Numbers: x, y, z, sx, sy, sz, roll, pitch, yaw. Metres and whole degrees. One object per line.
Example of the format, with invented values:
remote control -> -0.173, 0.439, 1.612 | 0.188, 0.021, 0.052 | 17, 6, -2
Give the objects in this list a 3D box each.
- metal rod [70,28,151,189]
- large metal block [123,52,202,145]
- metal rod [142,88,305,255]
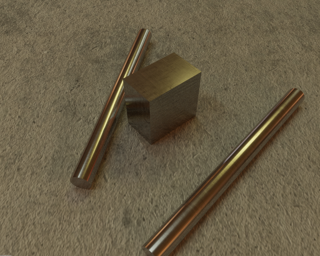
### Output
metal rod -> -0.058, -0.050, 0.444 | 0.025, 0.025, 0.300 | 9, 51, 8
large metal block -> 0.003, -0.038, 0.399 | 0.080, 0.080, 0.050 | -33, 57, -24
metal rod -> 0.093, 0.039, 0.371 | 0.025, 0.025, 0.302 | 35, 58, 25
